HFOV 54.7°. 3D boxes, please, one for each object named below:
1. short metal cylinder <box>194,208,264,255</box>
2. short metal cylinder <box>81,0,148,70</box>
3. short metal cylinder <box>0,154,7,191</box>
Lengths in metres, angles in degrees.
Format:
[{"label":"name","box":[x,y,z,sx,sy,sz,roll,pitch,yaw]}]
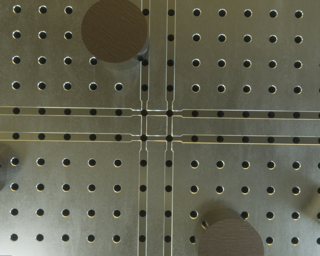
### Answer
[{"label":"short metal cylinder","box":[0.086,0.150,0.402,0.081,0.050,0.079,0,90,0]},{"label":"short metal cylinder","box":[-0.055,-0.119,0.400,0.081,0.050,0.079,0,90,0]},{"label":"short metal cylinder","box":[-0.250,0.061,0.399,0.081,0.050,0.079,0,90,0]}]
